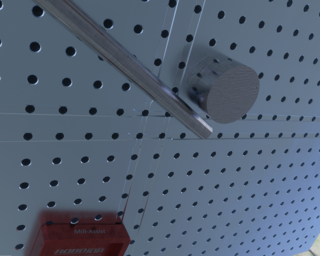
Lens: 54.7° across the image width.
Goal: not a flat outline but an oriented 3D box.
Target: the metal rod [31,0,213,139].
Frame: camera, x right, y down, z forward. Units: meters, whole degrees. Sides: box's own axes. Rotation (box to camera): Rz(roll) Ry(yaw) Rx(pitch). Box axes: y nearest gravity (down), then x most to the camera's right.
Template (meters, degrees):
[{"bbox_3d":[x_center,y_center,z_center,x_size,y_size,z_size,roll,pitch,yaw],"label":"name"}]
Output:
[{"bbox_3d":[-0.028,-0.064,0.357,0.025,0.025,0.301,-49,129,6],"label":"metal rod"}]

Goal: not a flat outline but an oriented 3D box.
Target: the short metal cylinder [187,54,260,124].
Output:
[{"bbox_3d":[0.083,-0.052,0.410,0.081,0.050,0.079,-14,125,-21],"label":"short metal cylinder"}]

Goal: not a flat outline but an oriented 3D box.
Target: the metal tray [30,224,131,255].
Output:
[{"bbox_3d":[-0.119,0.187,0.459,0.131,0.030,0.089,13,112,-34],"label":"metal tray"}]
